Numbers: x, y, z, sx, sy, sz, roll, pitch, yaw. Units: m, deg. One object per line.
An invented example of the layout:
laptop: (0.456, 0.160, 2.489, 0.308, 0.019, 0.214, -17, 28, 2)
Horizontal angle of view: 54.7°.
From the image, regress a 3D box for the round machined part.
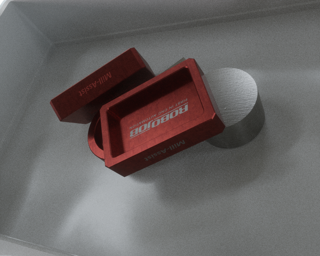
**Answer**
round machined part: (-0.043, 0.006, 0.412, 0.098, 0.042, 0.098, -13, 56, 20)

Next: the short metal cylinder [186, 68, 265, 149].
short metal cylinder: (0.076, -0.023, 0.360, 0.080, 0.050, 0.080, -13, 56, 20)

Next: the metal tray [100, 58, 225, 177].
metal tray: (-0.004, -0.011, 0.347, 0.130, 0.030, 0.090, -26, 52, 17)

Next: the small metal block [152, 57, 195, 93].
small metal block: (0.025, -0.056, 0.407, 0.050, 0.050, 0.025, -36, 51, 2)

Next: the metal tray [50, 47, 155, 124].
metal tray: (-0.073, -0.053, 0.429, 0.130, 0.090, 0.030, -32, 84, 7)
